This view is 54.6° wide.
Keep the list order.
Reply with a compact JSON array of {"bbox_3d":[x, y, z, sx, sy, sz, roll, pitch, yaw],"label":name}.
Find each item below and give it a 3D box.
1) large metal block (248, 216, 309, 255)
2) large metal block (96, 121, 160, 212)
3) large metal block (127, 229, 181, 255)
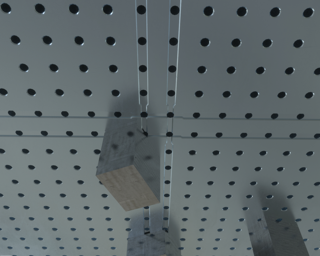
[{"bbox_3d":[0.216,0.217,0.562,0.080,0.080,0.050,20,127,-17],"label":"large metal block"},{"bbox_3d":[-0.038,0.052,0.419,0.050,0.080,0.080,-18,128,14],"label":"large metal block"},{"bbox_3d":[-0.010,0.250,0.608,0.080,0.050,0.080,-19,128,15],"label":"large metal block"}]
